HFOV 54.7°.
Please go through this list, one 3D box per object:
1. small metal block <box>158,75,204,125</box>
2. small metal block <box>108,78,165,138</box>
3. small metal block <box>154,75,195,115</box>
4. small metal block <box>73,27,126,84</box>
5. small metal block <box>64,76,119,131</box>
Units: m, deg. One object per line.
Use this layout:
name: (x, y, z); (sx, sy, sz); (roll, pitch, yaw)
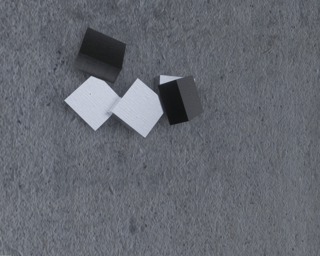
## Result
small metal block: (0.027, -0.035, 0.381); (0.050, 0.025, 0.050); (-28, 103, -58)
small metal block: (-0.026, -0.023, 0.374); (0.050, 0.025, 0.050); (40, 77, -16)
small metal block: (0.019, -0.043, 0.418); (0.050, 0.025, 0.050); (2, 89, -21)
small metal block: (-0.071, -0.087, 0.372); (0.050, 0.025, 0.050); (20, 47, -19)
small metal block: (-0.081, -0.032, 0.380); (0.050, 0.025, 0.050); (-47, 105, -14)
